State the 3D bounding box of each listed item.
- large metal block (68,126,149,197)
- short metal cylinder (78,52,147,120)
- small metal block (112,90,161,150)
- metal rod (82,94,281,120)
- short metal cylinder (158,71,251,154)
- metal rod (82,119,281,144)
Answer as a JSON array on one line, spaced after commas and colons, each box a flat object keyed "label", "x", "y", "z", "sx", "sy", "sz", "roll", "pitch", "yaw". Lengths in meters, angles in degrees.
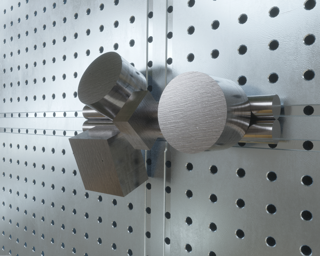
[{"label": "large metal block", "x": -0.071, "y": 0.043, "z": 0.429, "sx": 0.080, "sy": 0.050, "sz": 0.080, "roll": -1, "pitch": 110, "yaw": 40}, {"label": "short metal cylinder", "x": -0.066, "y": -0.056, "z": 0.424, "sx": 0.080, "sy": 0.050, "sz": 0.080, "roll": -19, "pitch": 55, "yaw": 30}, {"label": "small metal block", "x": -0.022, "y": -0.009, "z": 0.370, "sx": 0.025, "sy": 0.050, "sz": 0.050, "roll": 1, "pitch": 49, "yaw": 40}, {"label": "metal rod", "x": 0.001, "y": -0.023, "z": 0.404, "sx": 0.300, "sy": 0.025, "sz": 0.025, "roll": 1, "pitch": 91, "yaw": 40}, {"label": "short metal cylinder", "x": 0.045, "y": -0.015, "z": 0.319, "sx": 0.080, "sy": 0.050, "sz": 0.079, "roll": 0, "pitch": 90, "yaw": 40}, {"label": "metal rod", "x": 0.001, "y": 0.002, "z": 0.404, "sx": 0.300, "sy": 0.025, "sz": 0.025, "roll": 1, "pitch": 91, "yaw": 40}]
